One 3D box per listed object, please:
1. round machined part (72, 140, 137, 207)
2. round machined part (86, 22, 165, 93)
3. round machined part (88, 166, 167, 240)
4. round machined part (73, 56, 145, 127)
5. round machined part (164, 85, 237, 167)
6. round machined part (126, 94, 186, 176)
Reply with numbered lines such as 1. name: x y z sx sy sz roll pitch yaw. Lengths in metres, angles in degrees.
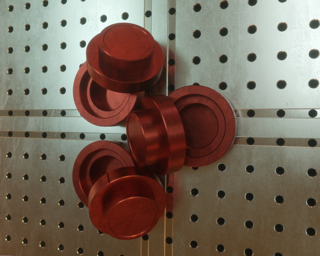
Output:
1. round machined part: -0.067 0.065 0.427 0.098 0.042 0.097 0 90 20
2. round machined part: -0.042 -0.094 0.390 0.099 0.042 0.098 5 56 -8
3. round machined part: -0.038 0.100 0.387 0.099 0.042 0.097 -8 119 -14
4. round machined part: -0.066 -0.050 0.426 0.098 0.042 0.097 0 90 20
5. round machined part: 0.047 -0.003 0.387 0.098 0.042 0.097 0 90 20
6. round machined part: -0.011 0.010 0.376 0.042 0.098 0.098 -11 85 -22
